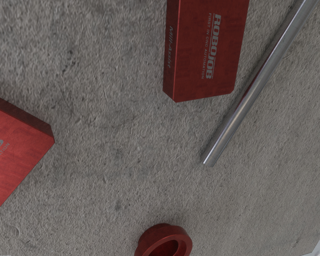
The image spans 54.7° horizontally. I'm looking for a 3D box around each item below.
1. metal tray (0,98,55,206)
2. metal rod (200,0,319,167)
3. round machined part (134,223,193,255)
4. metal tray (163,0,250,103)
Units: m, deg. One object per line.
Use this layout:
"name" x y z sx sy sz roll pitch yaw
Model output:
"metal tray" -0.187 0.033 0.322 0.130 0.030 0.090 -48 129 6
"metal rod" 0.142 -0.072 0.439 0.025 0.025 0.298 18 109 -35
"round machined part" 0.002 0.200 0.521 0.099 0.042 0.097 -14 124 -21
"metal tray" 0.053 -0.100 0.371 0.091 0.030 0.129 -11 123 -22
